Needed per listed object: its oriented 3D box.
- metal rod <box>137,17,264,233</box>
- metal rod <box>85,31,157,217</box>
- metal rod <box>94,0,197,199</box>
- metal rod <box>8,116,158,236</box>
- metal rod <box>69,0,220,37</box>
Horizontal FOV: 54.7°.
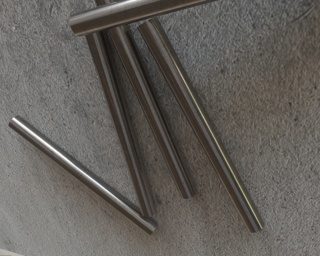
[{"bbox_3d":[0.057,0.008,0.381,0.025,0.025,0.299,-19,109,35],"label":"metal rod"},{"bbox_3d":[-0.050,0.004,0.435,0.025,0.025,0.298,1,119,28],"label":"metal rod"},{"bbox_3d":[-0.014,-0.036,0.391,0.025,0.025,0.299,-10,114,32],"label":"metal rod"},{"bbox_3d":[-0.130,0.079,0.524,0.300,0.025,0.025,37,129,3],"label":"metal rod"},{"bbox_3d":[0.044,-0.128,0.285,0.300,0.025,0.025,-6,116,24],"label":"metal rod"}]
